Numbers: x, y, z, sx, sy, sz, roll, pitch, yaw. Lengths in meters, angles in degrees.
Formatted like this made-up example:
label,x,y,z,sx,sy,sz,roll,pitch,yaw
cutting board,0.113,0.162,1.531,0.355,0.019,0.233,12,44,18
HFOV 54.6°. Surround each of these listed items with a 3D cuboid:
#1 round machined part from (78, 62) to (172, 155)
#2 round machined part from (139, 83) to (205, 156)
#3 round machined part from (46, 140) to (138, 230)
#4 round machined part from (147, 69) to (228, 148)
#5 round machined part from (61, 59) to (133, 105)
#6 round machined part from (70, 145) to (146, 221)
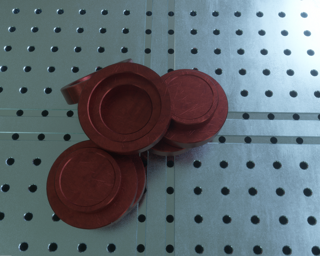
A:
label,x,y,z,sx,sy,sz,roll,pitch,yaw
round machined part,-0.036,-0.019,0.341,0.098,0.042,0.098,-1,78,3
round machined part,0.010,-0.017,0.387,0.099,0.042,0.098,0,70,0
round machined part,-0.074,0.059,0.336,0.099,0.042,0.098,0,70,0
round machined part,0.032,-0.029,0.368,0.099,0.042,0.098,0,69,0
round machined part,-0.073,-0.051,0.401,0.098,0.098,0.042,-26,107,-9
round machined part,-0.066,0.057,0.359,0.099,0.042,0.098,0,70,0
